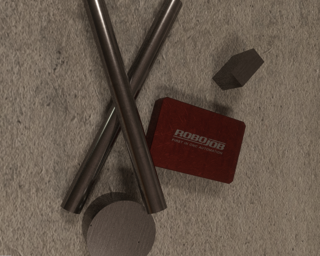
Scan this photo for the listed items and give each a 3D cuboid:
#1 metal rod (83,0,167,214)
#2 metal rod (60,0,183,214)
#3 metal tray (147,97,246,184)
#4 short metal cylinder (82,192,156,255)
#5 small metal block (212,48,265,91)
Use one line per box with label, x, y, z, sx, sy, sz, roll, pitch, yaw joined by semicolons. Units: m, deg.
metal rod;-0.047;-0.047;0.367;0.025;0.025;0.298;-16;86;-20
metal rod;-0.044;-0.036;0.393;0.025;0.025;0.299;28;81;-18
metal tray;0.048;0.019;0.425;0.131;0.030;0.090;16;85;-20
short metal cylinder;-0.051;0.123;0.378;0.081;0.050;0.079;0;90;-21
small metal block;0.109;-0.082;0.438;0.025;0.050;0.050;47;75;-15
